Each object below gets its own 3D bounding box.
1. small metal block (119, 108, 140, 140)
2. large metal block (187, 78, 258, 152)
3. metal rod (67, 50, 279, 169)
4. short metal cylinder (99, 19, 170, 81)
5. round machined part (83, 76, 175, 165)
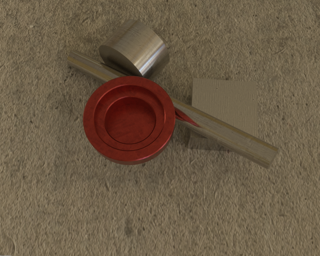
[{"bbox_3d":[-0.037,-0.002,0.397,0.025,0.050,0.050,-2,70,-1],"label":"small metal block"},{"bbox_3d":[0.079,-0.015,0.403,0.081,0.050,0.080,4,70,1],"label":"large metal block"},{"bbox_3d":[-0.003,-0.034,0.382,0.300,0.025,0.025,29,72,24],"label":"metal rod"},{"bbox_3d":[-0.034,-0.097,0.415,0.080,0.080,0.050,36,74,12],"label":"short metal cylinder"},{"bbox_3d":[-0.033,-0.006,0.350,0.099,0.042,0.098,0,71,-1],"label":"round machined part"}]
